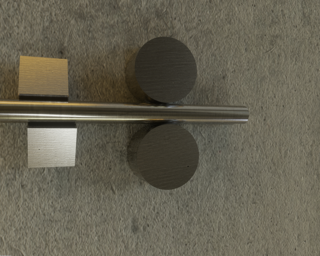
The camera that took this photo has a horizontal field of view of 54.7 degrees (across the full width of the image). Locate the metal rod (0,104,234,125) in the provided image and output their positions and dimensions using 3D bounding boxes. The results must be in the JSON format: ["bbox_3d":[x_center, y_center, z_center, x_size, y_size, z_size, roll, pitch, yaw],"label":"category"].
[{"bbox_3d":[-0.037,-0.018,0.397,0.303,0.025,0.025,0,90,-20],"label":"metal rod"}]

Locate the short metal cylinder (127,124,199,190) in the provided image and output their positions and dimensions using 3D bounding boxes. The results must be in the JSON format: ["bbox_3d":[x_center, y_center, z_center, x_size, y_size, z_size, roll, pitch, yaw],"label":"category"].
[{"bbox_3d":[0.003,0.035,0.398,0.081,0.050,0.079,0,90,-20],"label":"short metal cylinder"}]

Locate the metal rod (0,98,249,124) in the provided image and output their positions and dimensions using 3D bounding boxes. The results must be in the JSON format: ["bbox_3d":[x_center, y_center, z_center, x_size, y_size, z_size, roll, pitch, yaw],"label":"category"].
[{"bbox_3d":[-0.027,-0.018,0.374,0.303,0.025,0.025,0,90,-20],"label":"metal rod"}]

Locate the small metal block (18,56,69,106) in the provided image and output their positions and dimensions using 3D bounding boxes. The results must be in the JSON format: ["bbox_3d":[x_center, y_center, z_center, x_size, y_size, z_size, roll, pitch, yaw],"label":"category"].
[{"bbox_3d":[-0.131,-0.052,0.352,0.050,0.025,0.050,0,63,-20],"label":"small metal block"}]

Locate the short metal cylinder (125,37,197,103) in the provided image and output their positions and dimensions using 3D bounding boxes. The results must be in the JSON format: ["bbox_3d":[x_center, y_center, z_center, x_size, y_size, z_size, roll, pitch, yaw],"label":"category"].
[{"bbox_3d":[0.000,-0.070,0.397,0.081,0.050,0.079,0,90,-20],"label":"short metal cylinder"}]

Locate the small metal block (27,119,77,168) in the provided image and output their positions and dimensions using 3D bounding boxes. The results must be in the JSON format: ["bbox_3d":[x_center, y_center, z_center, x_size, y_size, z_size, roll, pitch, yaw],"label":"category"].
[{"bbox_3d":[-0.123,0.017,0.354,0.050,0.025,0.050,0,117,-21],"label":"small metal block"}]
